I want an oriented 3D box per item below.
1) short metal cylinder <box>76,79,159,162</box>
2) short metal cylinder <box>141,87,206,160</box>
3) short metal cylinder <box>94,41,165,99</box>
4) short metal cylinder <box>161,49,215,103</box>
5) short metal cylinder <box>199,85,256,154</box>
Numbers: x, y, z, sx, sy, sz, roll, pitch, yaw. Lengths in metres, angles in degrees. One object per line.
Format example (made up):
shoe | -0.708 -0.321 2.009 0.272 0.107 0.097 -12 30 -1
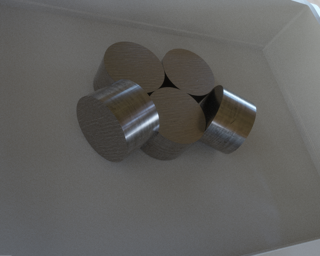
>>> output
short metal cylinder | -0.048 -0.008 0.348 0.050 0.080 0.080 -35 81 -38
short metal cylinder | 0.011 -0.005 0.396 0.081 0.050 0.080 14 56 -21
short metal cylinder | -0.041 -0.065 0.405 0.081 0.050 0.080 14 56 -21
short metal cylinder | 0.030 -0.066 0.444 0.081 0.050 0.080 14 56 -21
short metal cylinder | 0.084 -0.011 0.420 0.050 0.080 0.080 26 53 -12
